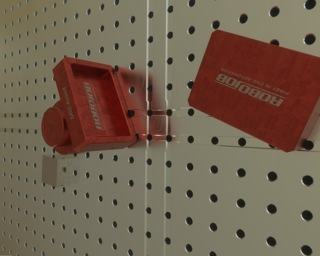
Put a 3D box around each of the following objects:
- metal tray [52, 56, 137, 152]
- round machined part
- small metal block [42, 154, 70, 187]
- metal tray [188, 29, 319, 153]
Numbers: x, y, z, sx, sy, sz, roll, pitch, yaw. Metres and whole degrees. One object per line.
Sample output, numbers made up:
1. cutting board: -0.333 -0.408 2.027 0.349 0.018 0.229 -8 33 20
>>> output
1. metal tray: -0.092 -0.033 0.443 0.030 0.091 0.130 -31 71 36
2. round machined part: -0.170 -0.002 0.539 0.098 0.042 0.097 0 90 40
3. small metal block: -0.192 0.077 0.568 0.050 0.025 0.050 6 94 40
4. metal tray: 0.099 -0.042 0.324 0.130 0.030 0.089 30 109 36
